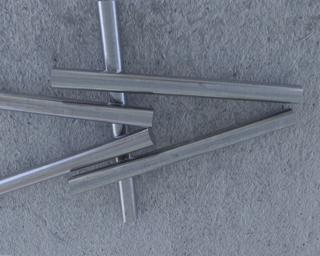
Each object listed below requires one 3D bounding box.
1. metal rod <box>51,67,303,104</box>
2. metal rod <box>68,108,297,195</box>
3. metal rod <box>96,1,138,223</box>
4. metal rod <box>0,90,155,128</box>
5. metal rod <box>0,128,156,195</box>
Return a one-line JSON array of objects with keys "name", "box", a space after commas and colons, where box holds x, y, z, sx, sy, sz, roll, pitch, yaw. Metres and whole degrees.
[{"name": "metal rod", "box": [0.027, -0.050, 0.375, 0.302, 0.025, 0.025, 3, 110, -8]}, {"name": "metal rod", "box": [0.030, 0.030, 0.406, 0.302, 0.025, 0.025, -18, 110, -1]}, {"name": "metal rod", "box": [-0.053, -0.006, 0.408, 0.025, 0.025, 0.298, -3, 110, 1]}, {"name": "metal rod", "box": [-0.158, -0.030, 0.383, 0.302, 0.025, 0.025, 7, 110, 3]}, {"name": "metal rod", "box": [-0.149, 0.057, 0.415, 0.301, 0.025, 0.025, -19, 109, 12]}]
